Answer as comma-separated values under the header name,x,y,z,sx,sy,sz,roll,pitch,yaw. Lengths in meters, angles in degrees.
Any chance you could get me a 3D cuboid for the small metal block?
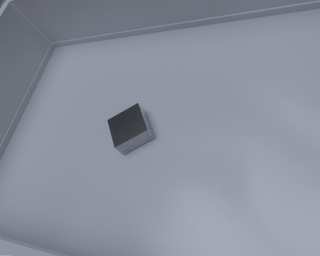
name,x,y,z,sx,sy,sz,roll,pitch,yaw
small metal block,-0.040,0.002,0.424,0.050,0.025,0.050,-29,52,9
